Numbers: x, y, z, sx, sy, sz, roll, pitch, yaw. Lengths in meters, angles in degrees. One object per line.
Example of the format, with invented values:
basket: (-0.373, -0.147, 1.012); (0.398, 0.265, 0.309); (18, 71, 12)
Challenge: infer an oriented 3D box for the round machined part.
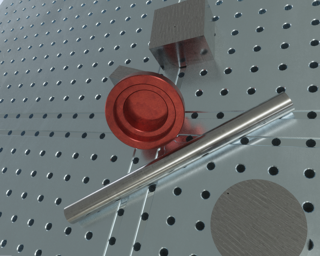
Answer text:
round machined part: (-0.017, -0.025, 0.397); (0.098, 0.098, 0.042); (-23, 18, 14)

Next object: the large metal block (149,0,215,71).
large metal block: (0.035, -0.139, 0.458); (0.080, 0.050, 0.080); (-8, 58, 23)

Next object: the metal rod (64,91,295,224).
metal rod: (0.015, 0.041, 0.374); (0.301, 0.025, 0.025); (-29, 52, 9)

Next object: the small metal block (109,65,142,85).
small metal block: (-0.038, -0.059, 0.444); (0.050, 0.050, 0.025); (20, 62, 35)

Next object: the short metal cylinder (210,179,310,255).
short metal cylinder: (0.093, 0.094, 0.286); (0.080, 0.050, 0.080); (-13, 57, 21)
